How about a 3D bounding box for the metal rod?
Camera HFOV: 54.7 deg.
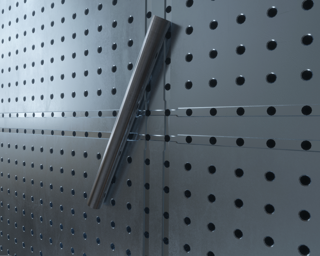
[{"bbox_3d":[-0.050,-0.011,0.448,0.025,0.025,0.298,34,111,34],"label":"metal rod"}]
